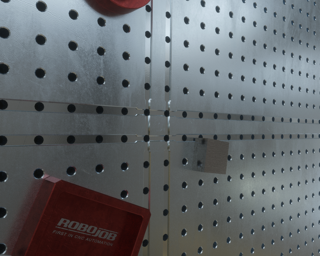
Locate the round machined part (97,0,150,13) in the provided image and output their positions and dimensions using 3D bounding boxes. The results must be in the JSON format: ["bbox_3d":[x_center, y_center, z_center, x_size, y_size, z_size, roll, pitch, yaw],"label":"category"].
[{"bbox_3d":[-0.041,-0.190,0.363,0.099,0.042,0.097,0,90,-40],"label":"round machined part"}]

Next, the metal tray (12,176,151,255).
[{"bbox_3d":[-0.078,0.116,0.340,0.131,0.030,0.090,30,71,-36],"label":"metal tray"}]

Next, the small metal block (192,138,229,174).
[{"bbox_3d":[0.078,0.043,0.474,0.050,0.025,0.050,12,82,-39],"label":"small metal block"}]
